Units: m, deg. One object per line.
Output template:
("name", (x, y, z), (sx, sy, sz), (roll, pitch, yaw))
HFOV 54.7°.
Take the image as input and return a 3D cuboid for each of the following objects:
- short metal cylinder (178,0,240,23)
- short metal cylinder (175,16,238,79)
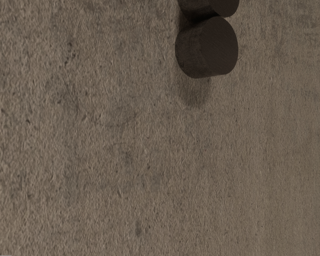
("short metal cylinder", (0.071, -0.195, 0.450), (0.081, 0.050, 0.079), (0, 90, -40))
("short metal cylinder", (0.068, -0.114, 0.448), (0.081, 0.050, 0.079), (0, 90, -40))
